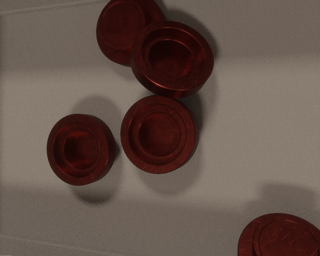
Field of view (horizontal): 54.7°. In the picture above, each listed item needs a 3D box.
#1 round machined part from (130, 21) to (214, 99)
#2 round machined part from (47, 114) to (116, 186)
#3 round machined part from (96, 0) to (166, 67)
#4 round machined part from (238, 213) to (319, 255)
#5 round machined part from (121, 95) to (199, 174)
[{"bbox_3d":[0.012,-0.079,0.379,0.099,0.042,0.098,5,66,-12],"label":"round machined part"},{"bbox_3d":[-0.106,0.029,0.437,0.098,0.042,0.097,0,90,19],"label":"round machined part"},{"bbox_3d":[-0.043,-0.134,0.416,0.098,0.042,0.097,0,90,19],"label":"round machined part"},{"bbox_3d":[0.132,0.132,0.325,0.098,0.098,0.042,7,137,19],"label":"round machined part"},{"bbox_3d":[0.003,0.008,0.400,0.098,0.042,0.097,0,90,19],"label":"round machined part"}]
